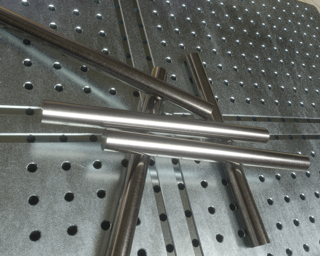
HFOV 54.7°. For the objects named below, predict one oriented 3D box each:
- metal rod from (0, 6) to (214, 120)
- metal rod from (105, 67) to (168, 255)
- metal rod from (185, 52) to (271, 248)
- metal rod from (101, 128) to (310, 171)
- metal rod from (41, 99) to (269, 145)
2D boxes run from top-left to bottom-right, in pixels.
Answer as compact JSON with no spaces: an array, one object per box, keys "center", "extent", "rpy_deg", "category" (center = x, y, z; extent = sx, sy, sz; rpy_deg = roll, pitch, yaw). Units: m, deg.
[{"center":[-0.071,-0.082,0.399],"extent":[0.301,0.025,0.025],"rpy_deg":[24,53,-6],"category":"metal rod"},{"center":[-0.025,0.039,0.372],"extent":[0.025,0.025,0.300],"rpy_deg":[22,53,-15],"category":"metal rod"},{"center":[0.090,0.015,0.449],"extent":[0.025,0.025,0.299],"rpy_deg":[-1,62,-29],"category":"metal rod"},{"center":[0.076,0.032,0.397],"extent":[0.302,0.025,0.025],"rpy_deg":[8,58,-24],"category":"metal rod"},{"center":[0.014,-0.003,0.385],"extent":[0.302,0.025,0.025],"rpy_deg":[6,59,-25],"category":"metal rod"}]
